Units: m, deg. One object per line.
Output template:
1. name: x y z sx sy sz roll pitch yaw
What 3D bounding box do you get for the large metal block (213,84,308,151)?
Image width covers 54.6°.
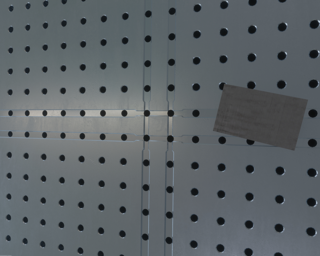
1. large metal block: 0.111 -0.012 0.344 0.080 0.080 0.050 14 95 19
